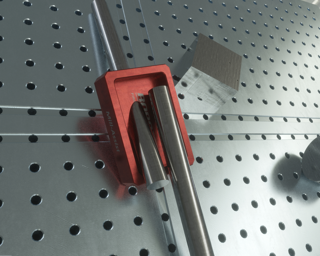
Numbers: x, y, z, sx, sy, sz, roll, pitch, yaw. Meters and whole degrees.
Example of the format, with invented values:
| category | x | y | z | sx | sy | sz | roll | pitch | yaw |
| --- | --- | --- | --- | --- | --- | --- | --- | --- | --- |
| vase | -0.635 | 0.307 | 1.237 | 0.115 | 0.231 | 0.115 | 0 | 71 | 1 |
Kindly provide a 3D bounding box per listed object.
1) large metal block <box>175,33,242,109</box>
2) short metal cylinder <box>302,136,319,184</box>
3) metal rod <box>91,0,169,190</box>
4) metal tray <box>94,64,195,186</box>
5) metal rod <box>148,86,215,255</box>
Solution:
| category | x | y | z | sx | sy | sz | roll | pitch | yaw |
| --- | --- | --- | --- | --- | --- | --- | --- | --- | --- |
| large metal block | 0.078 | -0.090 | 0.489 | 0.080 | 0.050 | 0.080 | 26 | 53 | -13 |
| short metal cylinder | 0.273 | 0.054 | 0.487 | 0.050 | 0.080 | 0.080 | 24 | 53 | -14 |
| metal rod | -0.047 | -0.063 | 0.401 | 0.025 | 0.025 | 0.299 | -2 | 57 | -29 |
| metal tray | -0.016 | -0.006 | 0.371 | 0.091 | 0.030 | 0.129 | -16 | 90 | -34 |
| metal rod | 0.034 | 0.094 | 0.339 | 0.025 | 0.025 | 0.299 | -6 | 74 | -31 |
